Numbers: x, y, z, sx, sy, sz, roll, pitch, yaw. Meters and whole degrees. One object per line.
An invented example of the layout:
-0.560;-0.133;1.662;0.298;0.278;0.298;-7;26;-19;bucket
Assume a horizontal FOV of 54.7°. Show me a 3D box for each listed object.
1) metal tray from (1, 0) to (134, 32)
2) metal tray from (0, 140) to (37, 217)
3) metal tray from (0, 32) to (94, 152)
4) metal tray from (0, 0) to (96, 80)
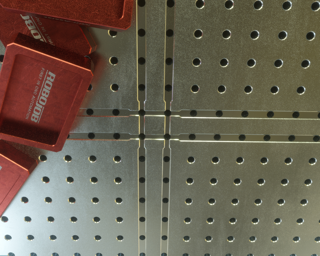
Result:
-0.093;-0.158;0.324;0.131;0.030;0.089;5;100;-19;metal tray
-0.248;0.078;0.435;0.090;0.030;0.129;35;106;-13;metal tray
-0.144;-0.035;0.369;0.091;0.030;0.129;18;122;-23;metal tray
-0.146;-0.131;0.361;0.090;0.030;0.129;-24;109;8;metal tray
